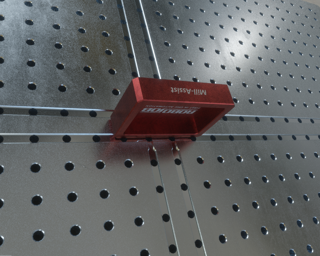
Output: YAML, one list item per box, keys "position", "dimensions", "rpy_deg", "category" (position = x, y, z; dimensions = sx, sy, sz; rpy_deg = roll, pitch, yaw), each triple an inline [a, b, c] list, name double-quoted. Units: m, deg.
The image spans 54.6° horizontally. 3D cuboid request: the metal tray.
- position: [0.015, -0.021, 0.386]
  dimensions: [0.131, 0.090, 0.030]
  rpy_deg: [0, 62, -28]
  category: "metal tray"
